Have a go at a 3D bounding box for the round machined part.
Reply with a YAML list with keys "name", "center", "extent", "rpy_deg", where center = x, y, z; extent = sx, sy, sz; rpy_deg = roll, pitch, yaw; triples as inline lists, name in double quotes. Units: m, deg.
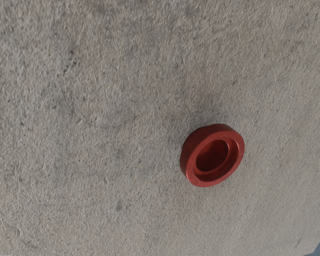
- name: "round machined part"
  center: [0.072, 0.036, 0.456]
  extent: [0.099, 0.042, 0.097]
  rpy_deg: [-14, 124, -21]
